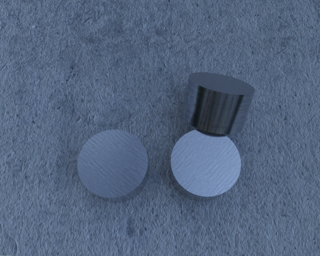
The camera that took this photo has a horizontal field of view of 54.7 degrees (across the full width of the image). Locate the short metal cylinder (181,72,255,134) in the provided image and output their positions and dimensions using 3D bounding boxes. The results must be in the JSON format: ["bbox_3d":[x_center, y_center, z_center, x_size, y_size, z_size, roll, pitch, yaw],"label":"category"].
[{"bbox_3d":[0.071,-0.033,0.385,0.081,0.050,0.080,8,25,-4],"label":"short metal cylinder"}]

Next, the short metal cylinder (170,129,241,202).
[{"bbox_3d":[0.053,0.047,0.378,0.081,0.050,0.080,0,70,0],"label":"short metal cylinder"}]

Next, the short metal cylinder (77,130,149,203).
[{"bbox_3d":[-0.054,0.048,0.377,0.081,0.050,0.080,0,70,0],"label":"short metal cylinder"}]
